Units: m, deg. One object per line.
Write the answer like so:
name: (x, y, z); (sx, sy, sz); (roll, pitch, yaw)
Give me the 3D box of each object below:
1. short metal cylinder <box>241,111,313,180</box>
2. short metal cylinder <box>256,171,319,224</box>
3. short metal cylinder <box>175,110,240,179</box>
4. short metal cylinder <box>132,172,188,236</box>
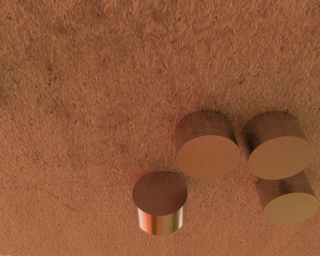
short metal cylinder: (0.153, 0.024, 0.412); (0.081, 0.050, 0.079); (0, 130, 0)
short metal cylinder: (0.196, 0.106, 0.482); (0.081, 0.050, 0.079); (0, 130, 0)
short metal cylinder: (0.061, 0.023, 0.410); (0.081, 0.050, 0.079); (0, 130, 0)
short metal cylinder: (0.000, 0.112, 0.467); (0.080, 0.080, 0.050); (-1, 130, 0)
